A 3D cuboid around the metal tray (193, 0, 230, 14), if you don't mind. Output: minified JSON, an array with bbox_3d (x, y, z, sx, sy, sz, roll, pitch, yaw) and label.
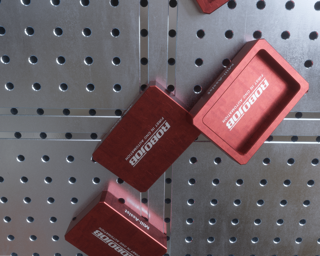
[{"bbox_3d":[0.052,-0.204,0.335,0.090,0.030,0.130,-33,107,11],"label":"metal tray"}]

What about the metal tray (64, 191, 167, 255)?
[{"bbox_3d":[-0.065,0.167,0.472,0.130,0.030,0.090,41,105,-14],"label":"metal tray"}]

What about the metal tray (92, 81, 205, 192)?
[{"bbox_3d":[-0.016,0.014,0.416,0.090,0.030,0.130,38,106,-13],"label":"metal tray"}]

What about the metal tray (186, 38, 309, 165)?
[{"bbox_3d":[0.107,-0.031,0.382,0.090,0.030,0.130,40,90,-13],"label":"metal tray"}]
